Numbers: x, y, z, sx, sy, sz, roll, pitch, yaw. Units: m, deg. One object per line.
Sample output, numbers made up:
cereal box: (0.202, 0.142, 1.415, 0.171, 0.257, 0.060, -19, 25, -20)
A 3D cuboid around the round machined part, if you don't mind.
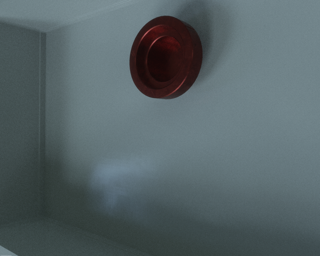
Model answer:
round machined part: (0.012, -0.084, 0.384, 0.098, 0.042, 0.097, 0, 90, 39)
